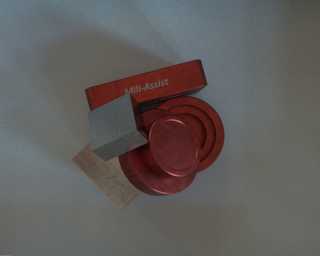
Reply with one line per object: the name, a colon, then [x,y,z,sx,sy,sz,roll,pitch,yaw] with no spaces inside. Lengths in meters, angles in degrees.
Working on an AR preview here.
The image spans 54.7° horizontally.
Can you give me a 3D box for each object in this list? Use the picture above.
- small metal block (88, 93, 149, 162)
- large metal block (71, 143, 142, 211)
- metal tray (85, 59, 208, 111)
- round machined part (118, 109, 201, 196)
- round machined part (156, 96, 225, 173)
small metal block: [-0.044,-0.001,0.317,0.050,0.025,0.050,-24,51,12]
large metal block: [-0.052,0.046,0.382,0.050,0.080,0.080,-44,91,0]
metal tray: [-0.015,-0.045,0.377,0.131,0.090,0.030,-15,91,-1]
round machined part: [0.006,0.024,0.344,0.099,0.042,0.098,14,65,-31]
round machined part: [0.031,0.009,0.403,0.099,0.042,0.097,0,90,-1]
